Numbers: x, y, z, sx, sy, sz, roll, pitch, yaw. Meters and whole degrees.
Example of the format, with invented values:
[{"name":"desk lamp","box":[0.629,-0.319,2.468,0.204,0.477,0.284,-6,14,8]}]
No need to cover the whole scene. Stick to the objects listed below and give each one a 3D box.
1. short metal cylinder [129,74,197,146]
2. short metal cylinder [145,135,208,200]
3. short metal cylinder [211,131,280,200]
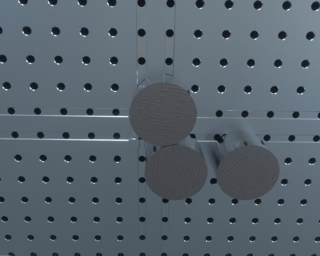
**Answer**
[{"name":"short metal cylinder","box":[0.004,-0.024,0.391,0.081,0.050,0.079,0,110,-1]},{"name":"short metal cylinder","box":[0.021,0.050,0.419,0.081,0.050,0.079,0,110,0]},{"name":"short metal cylinder","box":[0.113,0.050,0.420,0.081,0.050,0.079,0,110,-1]}]
